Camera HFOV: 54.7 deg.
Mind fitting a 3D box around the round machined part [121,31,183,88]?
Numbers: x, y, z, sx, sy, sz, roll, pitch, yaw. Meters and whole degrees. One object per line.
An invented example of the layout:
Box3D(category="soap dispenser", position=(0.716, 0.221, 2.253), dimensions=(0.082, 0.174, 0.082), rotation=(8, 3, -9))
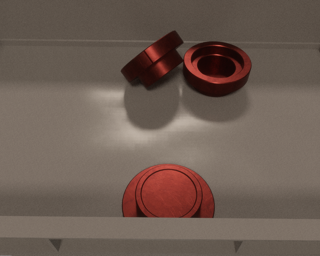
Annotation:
Box3D(category="round machined part", position=(-0.005, -0.094, 0.450), dimensions=(0.099, 0.098, 0.042), rotation=(-41, 99, -29))

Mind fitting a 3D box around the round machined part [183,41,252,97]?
Box3D(category="round machined part", position=(0.084, -0.085, 0.466), dimensions=(0.099, 0.042, 0.098), rotation=(0, 50, 0))

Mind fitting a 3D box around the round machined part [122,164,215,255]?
Box3D(category="round machined part", position=(0.009, 0.078, 0.328), dimensions=(0.099, 0.042, 0.098), rotation=(0, 50, 0))
